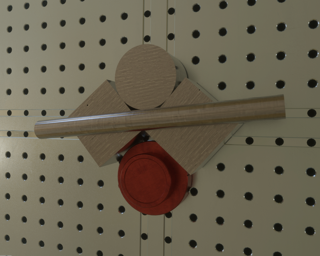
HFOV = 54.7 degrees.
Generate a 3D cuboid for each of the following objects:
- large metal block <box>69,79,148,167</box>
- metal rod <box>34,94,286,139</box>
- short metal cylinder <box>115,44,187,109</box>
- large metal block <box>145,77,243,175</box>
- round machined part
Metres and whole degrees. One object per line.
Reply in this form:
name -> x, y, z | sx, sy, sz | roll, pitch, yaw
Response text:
large metal block -> -0.064, -0.006, 0.418 | 0.080, 0.050, 0.080 | -41, 79, 15
metal rod -> -0.017, -0.009, 0.359 | 0.301, 0.025, 0.025 | -5, 89, 20
short metal cylinder -> -0.010, -0.062, 0.399 | 0.080, 0.050, 0.079 | 0, 90, 20
large metal block -> 0.041, -0.003, 0.378 | 0.080, 0.050, 0.080 | 44, 105, 14
round machined part -> -0.012, 0.065, 0.403 | 0.098, 0.042, 0.097 | 0, 90, 19
